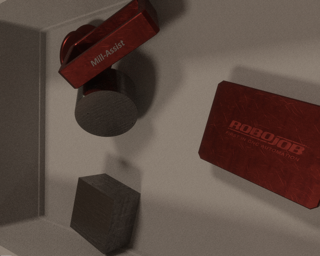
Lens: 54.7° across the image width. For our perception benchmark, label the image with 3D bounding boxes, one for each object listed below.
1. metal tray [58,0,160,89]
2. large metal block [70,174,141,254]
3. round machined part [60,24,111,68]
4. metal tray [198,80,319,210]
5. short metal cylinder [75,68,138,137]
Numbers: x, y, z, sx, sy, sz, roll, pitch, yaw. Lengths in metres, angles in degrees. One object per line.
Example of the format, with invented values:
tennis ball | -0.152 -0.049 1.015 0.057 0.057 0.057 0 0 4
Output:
metal tray | -0.064 -0.113 0.398 0.130 0.030 0.090 -30 32 16
large metal block | -0.082 0.121 0.456 0.080 0.050 0.079 20 103 38
round machined part | -0.123 -0.116 0.494 0.098 0.042 0.097 0 90 39
metal tray | 0.109 0.011 0.312 0.130 0.030 0.089 24 105 37
short metal cylinder | -0.072 -0.034 0.418 0.080 0.080 0.050 -46 34 30
